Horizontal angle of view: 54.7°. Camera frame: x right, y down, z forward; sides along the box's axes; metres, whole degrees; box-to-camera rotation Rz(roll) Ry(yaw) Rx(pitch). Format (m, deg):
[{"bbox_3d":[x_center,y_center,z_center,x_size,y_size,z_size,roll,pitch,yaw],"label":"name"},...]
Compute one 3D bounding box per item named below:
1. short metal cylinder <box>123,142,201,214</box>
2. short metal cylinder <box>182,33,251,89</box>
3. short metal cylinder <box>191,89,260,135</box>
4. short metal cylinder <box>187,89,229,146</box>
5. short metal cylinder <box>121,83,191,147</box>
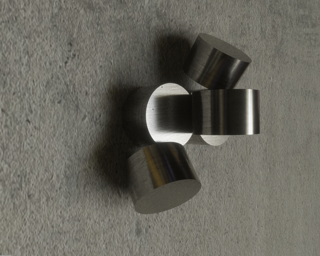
[{"bbox_3d":[0.002,0.060,0.365,0.081,0.080,0.050,10,45,-40],"label":"short metal cylinder"},{"bbox_3d":[0.078,-0.090,0.429,0.081,0.080,0.050,1,128,-40],"label":"short metal cylinder"},{"bbox_3d":[0.078,-0.018,0.373,0.081,0.080,0.050,-2,92,-40],"label":"short metal cylinder"},{"bbox_3d":[0.061,-0.016,0.442,0.081,0.050,0.079,0,90,-40],"label":"short metal cylinder"},{"bbox_3d":[-0.001,-0.014,0.390,0.081,0.050,0.079,0,90,-40],"label":"short metal cylinder"}]
